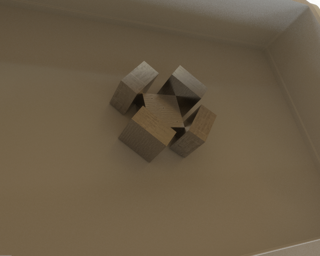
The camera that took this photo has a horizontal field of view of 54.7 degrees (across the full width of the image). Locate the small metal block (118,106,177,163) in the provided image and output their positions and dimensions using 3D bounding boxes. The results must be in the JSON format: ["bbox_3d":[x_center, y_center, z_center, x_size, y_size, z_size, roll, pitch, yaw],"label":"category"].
[{"bbox_3d":[-0.016,0.009,0.373,0.050,0.050,0.025,39,52,-2],"label":"small metal block"}]

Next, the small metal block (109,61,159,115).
[{"bbox_3d":[-0.034,-0.051,0.400,0.025,0.050,0.050,41,52,0],"label":"small metal block"}]

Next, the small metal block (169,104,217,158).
[{"bbox_3d":[0.044,0.005,0.407,0.025,0.050,0.050,36,50,-6],"label":"small metal block"}]

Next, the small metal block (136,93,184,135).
[{"bbox_3d":[0.000,-0.017,0.413,0.050,0.025,0.050,1,61,-28],"label":"small metal block"}]

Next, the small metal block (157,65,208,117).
[{"bbox_3d":[0.030,-0.051,0.433,0.050,0.050,0.025,39,50,-3],"label":"small metal block"}]
